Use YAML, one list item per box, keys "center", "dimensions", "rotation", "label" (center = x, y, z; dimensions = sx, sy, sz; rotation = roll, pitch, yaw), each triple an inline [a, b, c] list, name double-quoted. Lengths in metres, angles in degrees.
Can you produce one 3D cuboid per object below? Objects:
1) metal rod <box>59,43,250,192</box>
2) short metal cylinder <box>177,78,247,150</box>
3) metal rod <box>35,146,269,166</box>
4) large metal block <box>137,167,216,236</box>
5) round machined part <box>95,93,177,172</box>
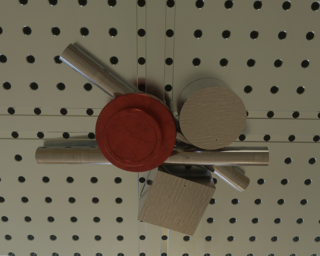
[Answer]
- center: [0.002, -0.006, 0.411]
  dimensions: [0.301, 0.025, 0.025]
  rotation: [37, 106, -13]
  label: "metal rod"
- center: [0.063, -0.019, 0.393]
  dimensions: [0.081, 0.050, 0.079]
  rotation: [0, 110, -1]
  label: "short metal cylinder"
- center: [-0.015, 0.037, 0.407]
  dimensions: [0.302, 0.025, 0.025]
  rotation: [0, 110, 7]
  label: "metal rod"
- center: [0.021, 0.093, 0.432]
  dimensions: [0.080, 0.050, 0.079]
  rotation: [19, 109, -7]
  label: "large metal block"
- center: [-0.030, 0.007, 0.371]
  dimensions: [0.099, 0.042, 0.097]
  rotation: [1, 102, 5]
  label: "round machined part"
